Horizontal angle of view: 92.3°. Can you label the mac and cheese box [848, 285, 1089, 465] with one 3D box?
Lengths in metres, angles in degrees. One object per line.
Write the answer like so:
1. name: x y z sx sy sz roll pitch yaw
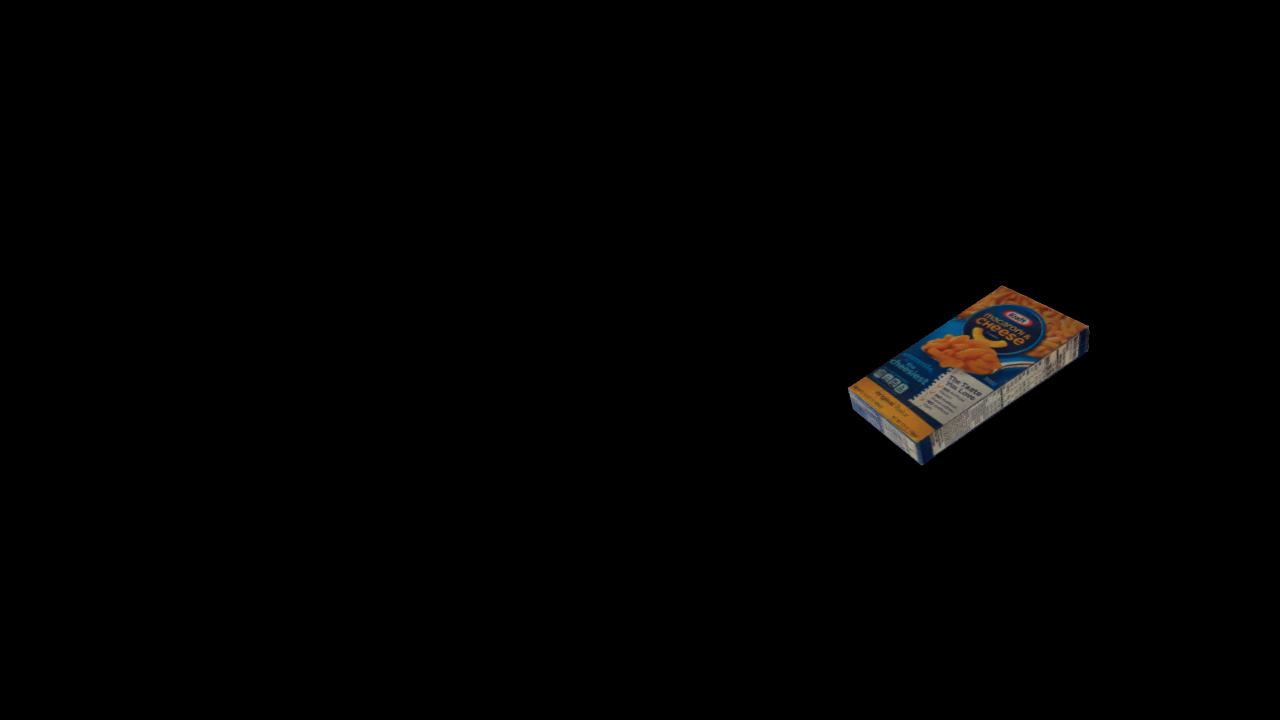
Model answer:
1. mac and cheese box: 0.296 0.010 0.563 0.184 0.041 0.093 -33 37 -4
